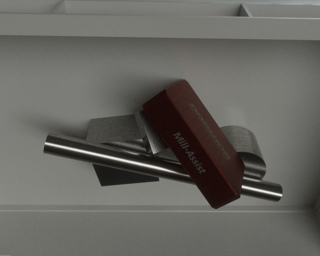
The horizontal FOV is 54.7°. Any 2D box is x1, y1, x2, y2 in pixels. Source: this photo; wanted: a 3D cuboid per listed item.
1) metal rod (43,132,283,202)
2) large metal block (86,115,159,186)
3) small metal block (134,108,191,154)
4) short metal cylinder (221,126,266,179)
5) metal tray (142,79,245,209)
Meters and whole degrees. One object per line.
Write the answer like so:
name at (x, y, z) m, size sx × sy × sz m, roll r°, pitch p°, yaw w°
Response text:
metal rod at (0.014, 0.052, 0.385) m, size 0.302 × 0.025 × 0.025 m, roll 14°, pitch 129°, yaw -12°
large metal block at (-0.046, 0.030, 0.416) m, size 0.080 × 0.050 × 0.080 m, roll -6°, pitch 130°, yaw 4°
small metal block at (0.003, -0.003, 0.361) m, size 0.050 × 0.025 × 0.050 m, roll -20°, pitch 97°, yaw -18°
short metal cylinder at (0.100, 0.044, 0.430) m, size 0.081 × 0.050 × 0.079 m, roll 0°, pitch 130°, yaw 0°
metal tray at (0.043, 0.012, 0.343) m, size 0.030 × 0.090 × 0.130 m, roll -34°, pitch 93°, yaw 24°
